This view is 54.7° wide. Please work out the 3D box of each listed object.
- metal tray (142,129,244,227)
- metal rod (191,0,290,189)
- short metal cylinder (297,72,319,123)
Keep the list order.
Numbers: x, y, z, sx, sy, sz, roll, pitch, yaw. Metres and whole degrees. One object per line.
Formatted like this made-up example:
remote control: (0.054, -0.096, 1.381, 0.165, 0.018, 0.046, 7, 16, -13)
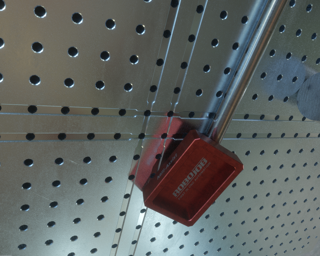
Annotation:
metal tray: (0.046, 0.077, 0.455, 0.090, 0.030, 0.129, 31, 107, -20)
metal rod: (0.102, -0.038, 0.442, 0.025, 0.025, 0.298, 8, 115, -32)
short metal cylinder: (0.270, -0.045, 0.495, 0.050, 0.080, 0.080, 15, 110, -35)
